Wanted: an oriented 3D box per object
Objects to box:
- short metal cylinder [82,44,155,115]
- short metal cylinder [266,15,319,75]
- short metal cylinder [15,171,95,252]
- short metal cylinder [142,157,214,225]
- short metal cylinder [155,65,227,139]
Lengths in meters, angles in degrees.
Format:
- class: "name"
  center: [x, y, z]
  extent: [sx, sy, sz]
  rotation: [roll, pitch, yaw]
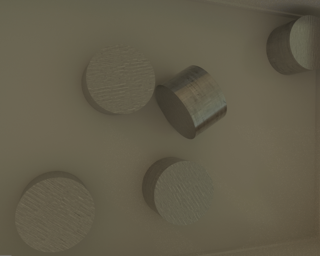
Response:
- class: "short metal cylinder"
  center: [-0.052, -0.056, 0.378]
  extent: [0.081, 0.050, 0.080]
  rotation: [0, 90, -20]
- class: "short metal cylinder"
  center: [0.213, -0.125, 0.475]
  extent: [0.081, 0.050, 0.080]
  rotation: [0, 90, -20]
- class: "short metal cylinder"
  center: [-0.119, 0.092, 0.354]
  extent: [0.081, 0.050, 0.080]
  rotation: [0, 90, -20]
- class: "short metal cylinder"
  center: [0.022, 0.080, 0.405]
  extent: [0.081, 0.050, 0.080]
  rotation: [0, 90, -20]
- class: "short metal cylinder"
  center: [0.038, -0.032, 0.395]
  extent: [0.050, 0.080, 0.080]
  rotation: [-34, 101, -17]
